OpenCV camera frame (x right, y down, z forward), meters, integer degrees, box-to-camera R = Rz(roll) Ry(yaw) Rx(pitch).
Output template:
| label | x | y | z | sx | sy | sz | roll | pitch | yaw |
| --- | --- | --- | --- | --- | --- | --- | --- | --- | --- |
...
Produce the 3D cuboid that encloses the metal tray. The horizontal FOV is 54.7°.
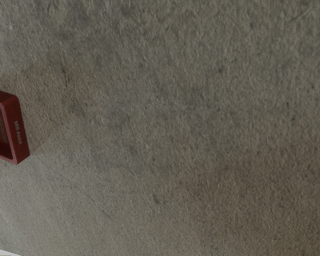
| label | x | y | z | sx | sy | sz | roll | pitch | yaw |
| --- | --- | --- | --- | --- | --- | --- | --- | --- | --- |
| metal tray | -0.285 | -0.004 | 0.547 | 0.090 | 0.030 | 0.129 | 17 | 125 | 18 |
